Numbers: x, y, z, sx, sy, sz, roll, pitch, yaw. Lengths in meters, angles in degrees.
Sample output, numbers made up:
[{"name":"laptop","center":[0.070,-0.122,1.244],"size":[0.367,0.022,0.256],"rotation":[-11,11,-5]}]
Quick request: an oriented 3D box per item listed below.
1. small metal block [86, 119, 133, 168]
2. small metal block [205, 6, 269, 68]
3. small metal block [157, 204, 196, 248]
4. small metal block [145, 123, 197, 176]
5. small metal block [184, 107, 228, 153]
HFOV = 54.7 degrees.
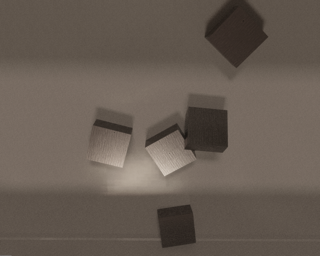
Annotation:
[{"name":"small metal block","center":[-0.068,0.021,0.418],"size":[0.050,0.025,0.050],"rotation":[14,109,-6]},{"name":"small metal block","center":[0.091,-0.109,0.372],"size":[0.050,0.025,0.050],"rotation":[41,105,-14]},{"name":"small metal block","center":[0.025,0.146,0.462],"size":[0.050,0.025,0.050],"rotation":[-8,106,-3]},{"name":"small metal block","center":[0.015,0.030,0.423],"size":[0.050,0.025,0.050],"rotation":[-29,108,10]},{"name":"small metal block","center":[0.059,0.002,0.399],"size":[0.050,0.025,0.050],"rotation":[5,68,-3]}]
